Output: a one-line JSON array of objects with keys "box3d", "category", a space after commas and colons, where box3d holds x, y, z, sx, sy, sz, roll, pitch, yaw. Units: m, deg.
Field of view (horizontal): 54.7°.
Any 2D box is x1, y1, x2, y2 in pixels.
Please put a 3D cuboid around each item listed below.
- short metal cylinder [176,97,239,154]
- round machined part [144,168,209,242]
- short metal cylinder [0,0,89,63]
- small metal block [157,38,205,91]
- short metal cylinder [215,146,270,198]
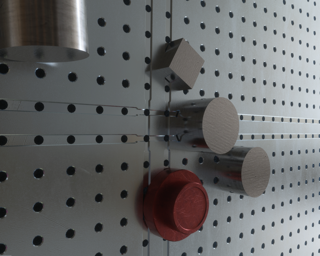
[{"box3d": [0.070, -0.004, 0.452, 0.081, 0.050, 0.080, 0, 90, -40], "category": "short metal cylinder"}, {"box3d": [0.029, 0.105, 0.423, 0.099, 0.042, 0.097, 0, 90, -40], "category": "round machined part"}, {"box3d": [-0.107, -0.092, 0.283, 0.081, 0.080, 0.050, -5, 93, -40], "category": "short metal cylinder"}, {"box3d": [0.030, -0.088, 0.434, 0.050, 0.025, 0.050, 38, 67, -34], "category": "small metal block"}, {"box3d": [0.136, 0.069, 0.507, 0.081, 0.050, 0.080, 0, 90, -40], "category": "short metal cylinder"}]
